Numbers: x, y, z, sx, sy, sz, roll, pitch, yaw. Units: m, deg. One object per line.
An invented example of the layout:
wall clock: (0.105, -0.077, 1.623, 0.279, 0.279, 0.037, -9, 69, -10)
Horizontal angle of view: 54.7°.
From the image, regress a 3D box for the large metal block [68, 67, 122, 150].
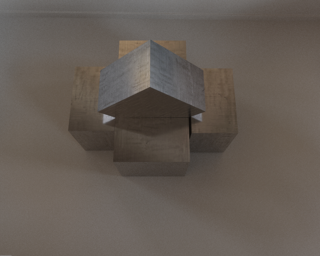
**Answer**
large metal block: (-0.074, -0.021, 0.387, 0.050, 0.080, 0.080, 0, 70, 0)

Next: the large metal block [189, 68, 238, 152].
large metal block: (0.059, -0.019, 0.384, 0.050, 0.080, 0.080, 0, 70, 0)

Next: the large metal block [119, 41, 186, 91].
large metal block: (-0.009, -0.069, 0.404, 0.081, 0.080, 0.050, 0, 70, 0)

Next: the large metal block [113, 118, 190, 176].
large metal block: (-0.009, 0.025, 0.370, 0.081, 0.080, 0.050, 0, 70, 0)

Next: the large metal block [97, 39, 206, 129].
large metal block: (-0.009, -0.040, 0.334, 0.080, 0.080, 0.050, 19, 63, -42)
